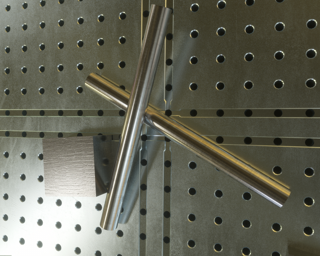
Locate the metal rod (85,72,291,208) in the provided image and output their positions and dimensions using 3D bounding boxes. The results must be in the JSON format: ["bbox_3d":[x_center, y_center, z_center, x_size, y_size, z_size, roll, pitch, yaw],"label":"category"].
[{"bbox_3d":[0.023,0.007,0.403,0.300,0.025,0.025,32,100,16],"label":"metal rod"}]

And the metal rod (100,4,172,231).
[{"bbox_3d":[-0.035,-0.002,0.399,0.025,0.025,0.298,20,106,18],"label":"metal rod"}]

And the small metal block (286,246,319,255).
[{"bbox_3d":[0.168,0.171,0.354,0.050,0.025,0.050,11,94,19],"label":"small metal block"}]

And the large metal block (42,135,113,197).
[{"bbox_3d":[-0.114,0.052,0.438,0.080,0.050,0.079,-4,89,19],"label":"large metal block"}]
